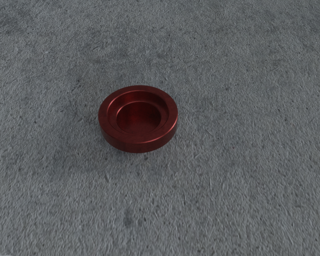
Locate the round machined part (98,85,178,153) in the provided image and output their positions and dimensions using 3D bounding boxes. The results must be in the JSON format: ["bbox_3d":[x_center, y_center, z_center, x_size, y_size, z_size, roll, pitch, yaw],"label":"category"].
[{"bbox_3d":[-0.027,-0.007,0.398,0.099,0.042,0.098,0,50,0],"label":"round machined part"}]
